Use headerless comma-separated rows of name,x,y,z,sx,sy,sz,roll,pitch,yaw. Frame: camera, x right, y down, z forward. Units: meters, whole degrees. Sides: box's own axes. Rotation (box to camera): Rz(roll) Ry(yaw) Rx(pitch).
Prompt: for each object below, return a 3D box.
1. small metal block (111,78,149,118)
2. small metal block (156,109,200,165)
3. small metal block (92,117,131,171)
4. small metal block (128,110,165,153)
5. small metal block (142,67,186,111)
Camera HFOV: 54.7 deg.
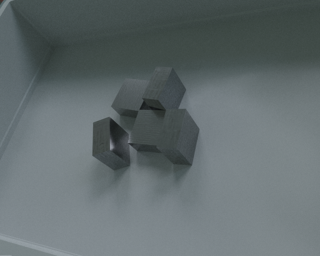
small metal block,-0.035,-0.042,0.448,0.050,0.025,0.050,11,67,32
small metal block,0.023,0.011,0.370,0.025,0.050,0.050,1,62,28
small metal block,-0.063,0.021,0.408,0.025,0.050,0.050,-19,55,17
small metal block,-0.008,0.004,0.406,0.050,0.025,0.050,3,63,29
small metal block,0.007,-0.046,0.413,0.025,0.050,0.050,10,67,32
